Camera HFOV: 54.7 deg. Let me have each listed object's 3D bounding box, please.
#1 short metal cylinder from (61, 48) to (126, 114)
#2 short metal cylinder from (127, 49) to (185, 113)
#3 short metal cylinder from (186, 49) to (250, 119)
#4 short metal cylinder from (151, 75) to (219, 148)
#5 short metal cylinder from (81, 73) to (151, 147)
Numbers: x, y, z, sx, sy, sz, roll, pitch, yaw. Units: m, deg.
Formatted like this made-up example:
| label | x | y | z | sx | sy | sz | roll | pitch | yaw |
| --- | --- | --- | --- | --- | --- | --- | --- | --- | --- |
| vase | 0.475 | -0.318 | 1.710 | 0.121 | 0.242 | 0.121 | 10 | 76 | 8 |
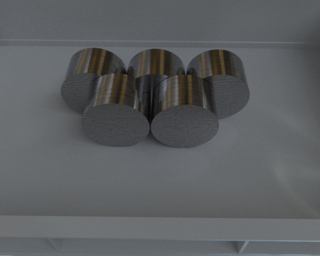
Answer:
| label | x | y | z | sx | sy | sz | roll | pitch | yaw |
| --- | --- | --- | --- | --- | --- | --- | --- | --- | --- |
| short metal cylinder | -0.087 | -0.060 | 0.417 | 0.080 | 0.080 | 0.050 | 1 | 50 | 0 |
| short metal cylinder | -0.006 | -0.058 | 0.416 | 0.080 | 0.080 | 0.050 | 1 | 50 | 0 |
| short metal cylinder | 0.075 | -0.057 | 0.416 | 0.080 | 0.080 | 0.050 | 1 | 50 | 1 |
| short metal cylinder | 0.030 | -0.019 | 0.383 | 0.080 | 0.080 | 0.050 | 1 | 50 | 0 |
| short metal cylinder | -0.052 | -0.021 | 0.384 | 0.080 | 0.080 | 0.050 | 1 | 50 | 0 |
